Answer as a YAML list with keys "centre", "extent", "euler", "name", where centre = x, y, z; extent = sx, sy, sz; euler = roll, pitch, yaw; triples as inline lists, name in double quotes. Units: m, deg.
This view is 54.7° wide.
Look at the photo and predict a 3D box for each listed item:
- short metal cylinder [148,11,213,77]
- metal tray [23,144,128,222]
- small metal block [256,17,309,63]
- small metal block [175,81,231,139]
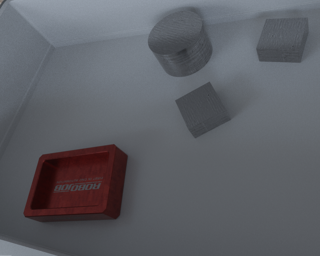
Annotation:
- centre: [0.030, -0.121, 0.447]
  extent: [0.080, 0.050, 0.080]
  euler: [-13, 56, 20]
  name: "short metal cylinder"
- centre: [-0.112, 0.075, 0.413]
  extent: [0.130, 0.030, 0.090]
  euler: [-9, 58, 23]
  name: "metal tray"
- centre: [0.156, -0.111, 0.392]
  extent: [0.050, 0.025, 0.050]
  euler: [10, 67, 32]
  name: "small metal block"
- centre: [0.054, -0.023, 0.391]
  extent: [0.050, 0.025, 0.050]
  euler: [-28, 52, 10]
  name: "small metal block"
